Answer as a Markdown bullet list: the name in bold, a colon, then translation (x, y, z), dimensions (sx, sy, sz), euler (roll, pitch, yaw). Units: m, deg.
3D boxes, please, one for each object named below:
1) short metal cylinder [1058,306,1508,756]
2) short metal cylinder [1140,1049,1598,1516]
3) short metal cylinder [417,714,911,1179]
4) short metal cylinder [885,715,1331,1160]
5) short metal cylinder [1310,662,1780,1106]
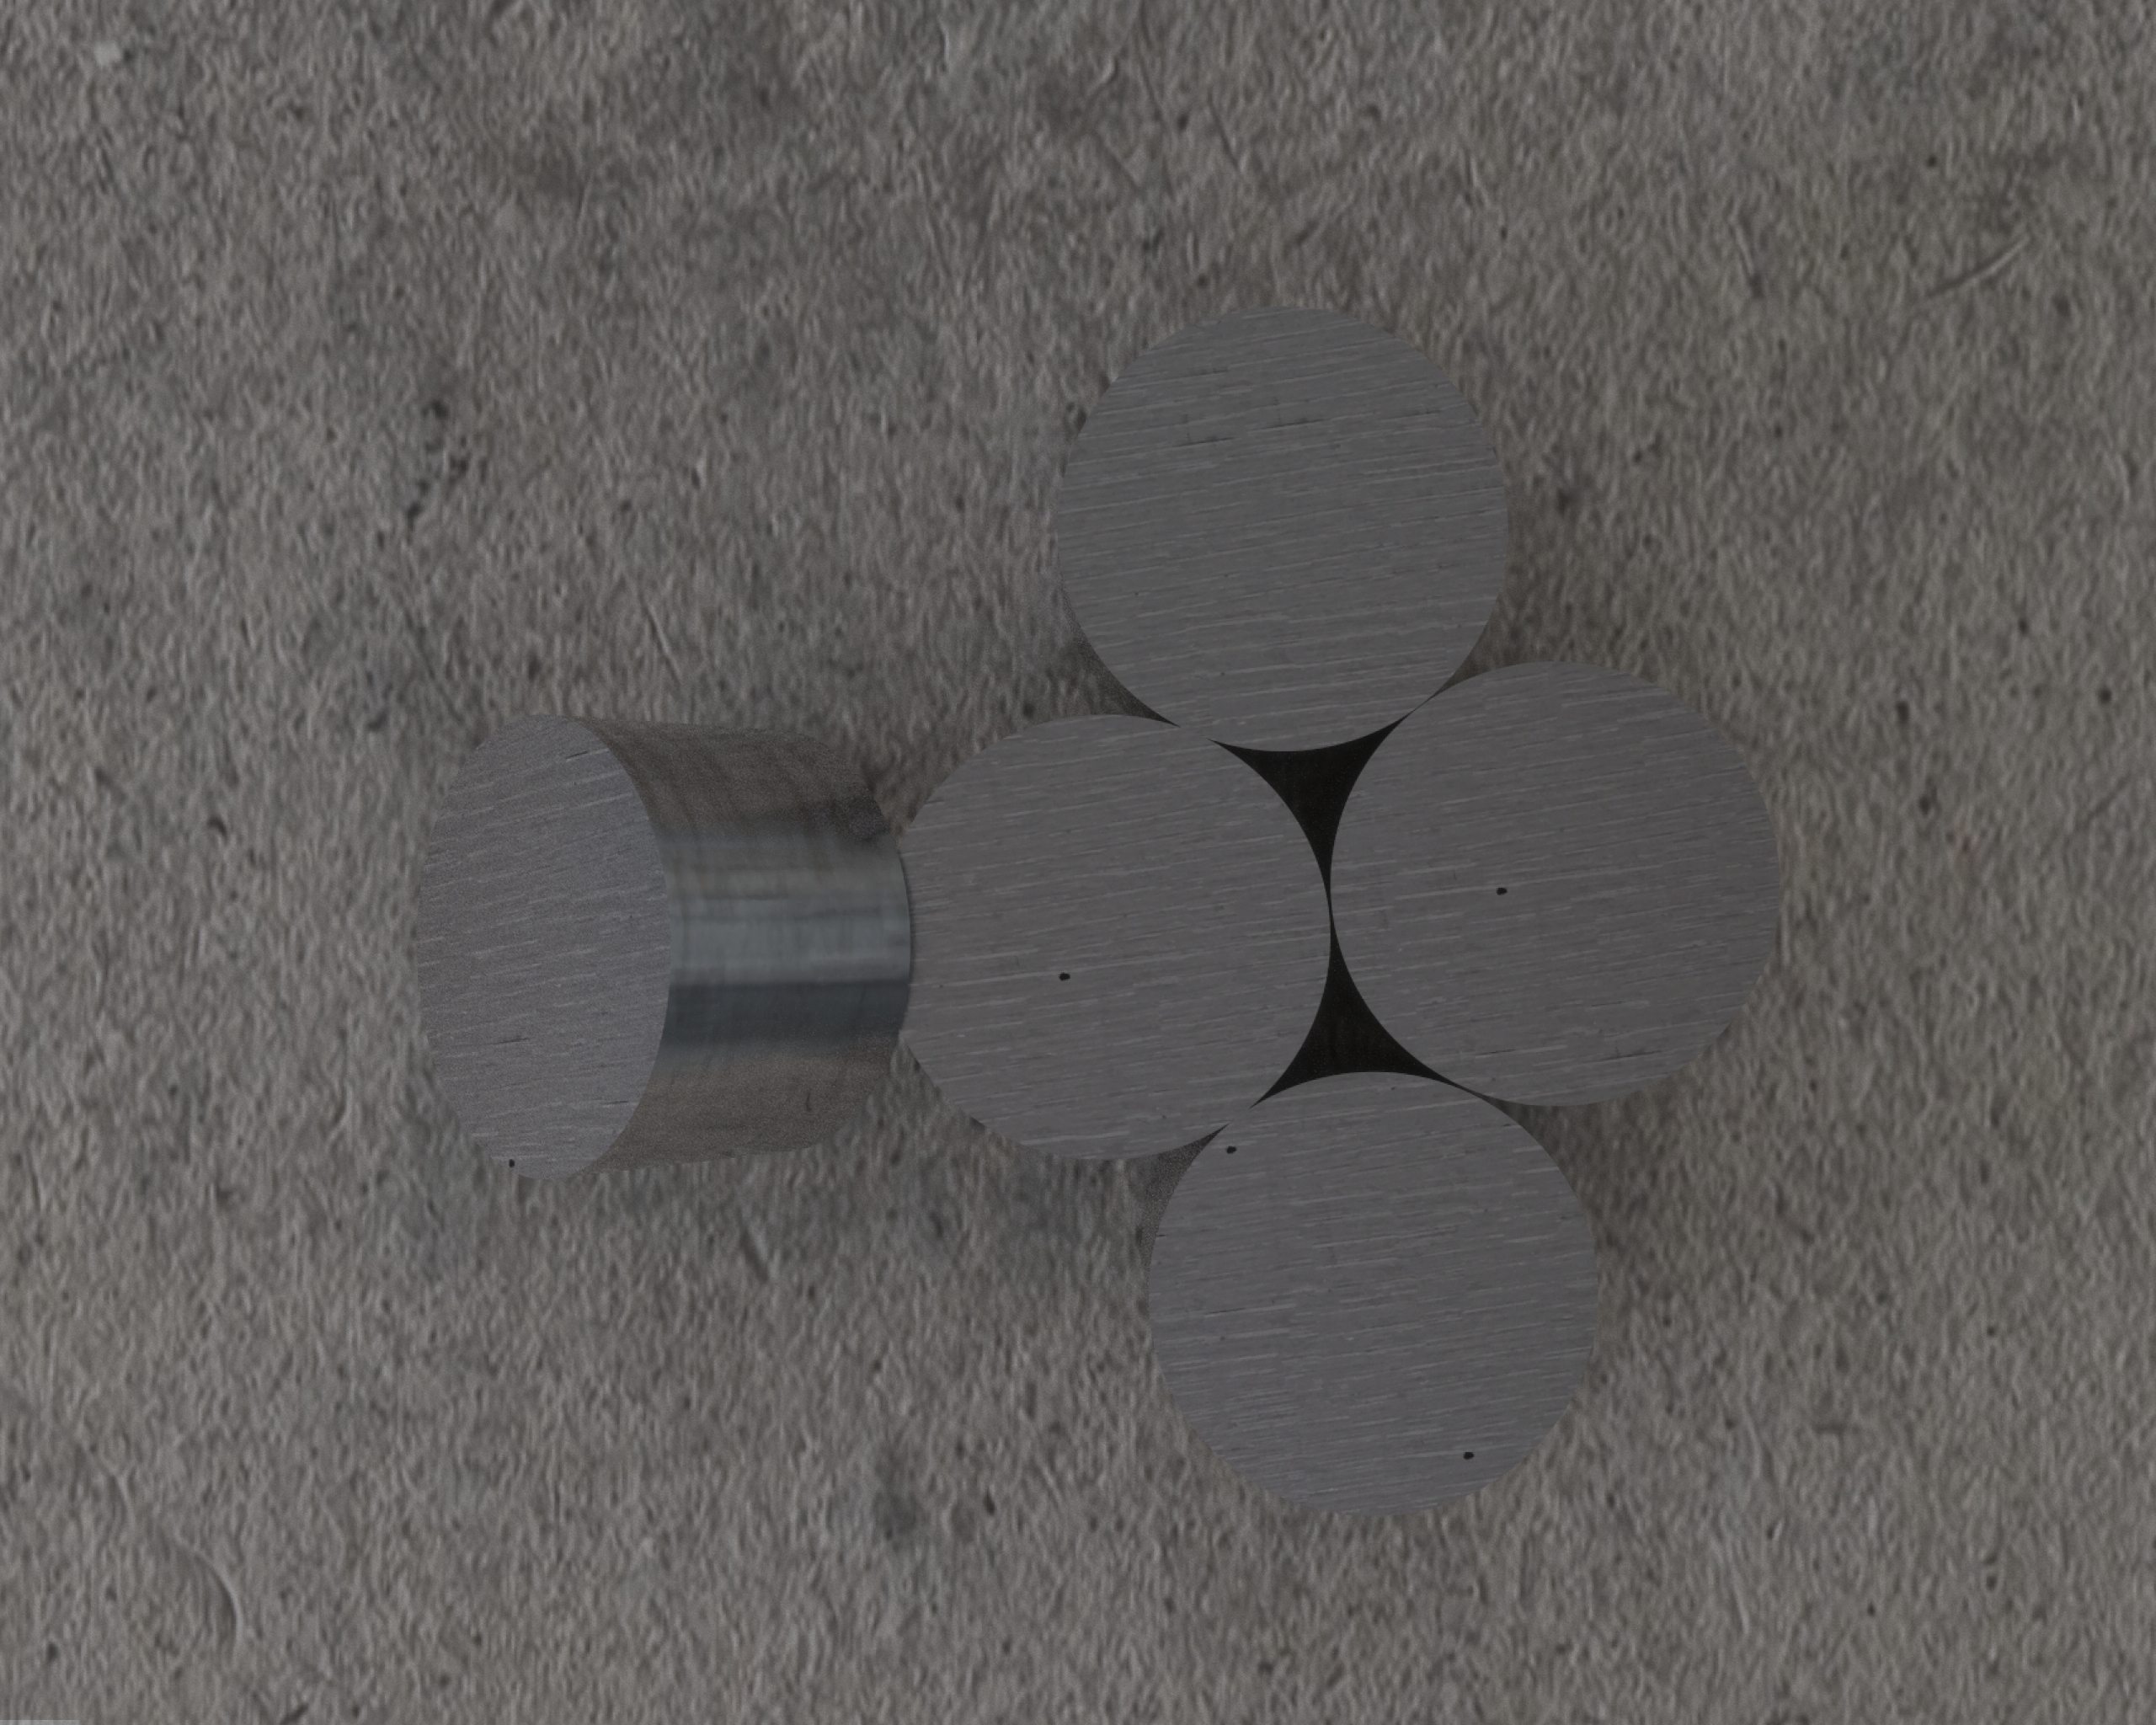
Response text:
- **short metal cylinder**: translation (0.037, -0.060, 0.398), dimensions (0.081, 0.050, 0.080), euler (0, 90, 0)
- **short metal cylinder**: translation (0.053, 0.077, 0.398), dimensions (0.081, 0.050, 0.080), euler (0, 90, 0)
- **short metal cylinder**: translation (-0.076, 0.015, 0.376), dimensions (0.080, 0.050, 0.080), euler (-1, 89, 44)
- **short metal cylinder**: translation (0.005, 0.013, 0.397), dimensions (0.081, 0.050, 0.080), euler (0, 90, 0)
- **short metal cylinder**: translation (0.085, 0.004, 0.398), dimensions (0.081, 0.050, 0.080), euler (0, 90, 0)
